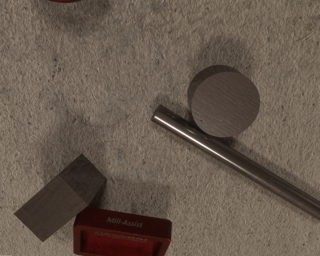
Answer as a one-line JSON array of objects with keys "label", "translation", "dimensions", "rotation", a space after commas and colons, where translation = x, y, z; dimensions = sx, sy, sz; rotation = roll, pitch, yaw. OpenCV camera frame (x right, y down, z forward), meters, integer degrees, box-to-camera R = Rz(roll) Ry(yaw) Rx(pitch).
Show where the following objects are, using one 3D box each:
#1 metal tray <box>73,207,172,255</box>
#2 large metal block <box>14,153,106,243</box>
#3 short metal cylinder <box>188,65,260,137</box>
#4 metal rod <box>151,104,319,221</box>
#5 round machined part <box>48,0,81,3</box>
[{"label": "metal tray", "translation": [-0.056, 0.159, 0.447], "dimensions": [0.131, 0.030, 0.089], "rotation": [10, 133, -5]}, {"label": "large metal block", "translation": [-0.127, 0.088, 0.408], "dimensions": [0.080, 0.080, 0.050], "rotation": [-40, 97, 13]}, {"label": "short metal cylinder", "translation": [0.077, -0.035, 0.385], "dimensions": [0.081, 0.050, 0.079], "rotation": [0, 110, -1]}, {"label": "metal rod", "translation": [0.122, 0.055, 0.431], "dimensions": [0.301, 0.025, 0.025], "rotation": [31, 107, -11]}, {"label": "round machined part", "translation": [-0.104, -0.186, 0.331], "dimensions": [0.099, 0.042, 0.097], "rotation": [0, 110, -1]}]
